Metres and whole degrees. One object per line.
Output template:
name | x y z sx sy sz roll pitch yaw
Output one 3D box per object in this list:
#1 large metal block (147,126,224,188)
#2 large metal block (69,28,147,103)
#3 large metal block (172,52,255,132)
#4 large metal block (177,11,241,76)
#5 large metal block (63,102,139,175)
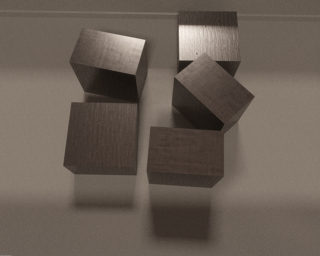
large metal block | 0.028 0.038 0.367 0.081 0.080 0.050 4 70 1
large metal block | -0.063 -0.079 0.409 0.080 0.080 0.050 12 71 4
large metal block | 0.062 -0.034 0.394 0.050 0.080 0.080 -41 75 -13
large metal block | 0.066 -0.117 0.440 0.081 0.050 0.080 1 70 0
large metal block | -0.069 0.015 0.390 0.081 0.050 0.080 1 70 0
